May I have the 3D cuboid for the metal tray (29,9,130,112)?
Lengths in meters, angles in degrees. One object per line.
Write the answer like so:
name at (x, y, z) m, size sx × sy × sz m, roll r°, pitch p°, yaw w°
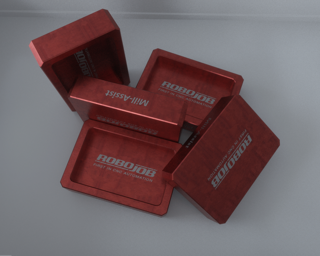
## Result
metal tray at (-0.088, -0.075, 0.377) m, size 0.090 × 0.130 × 0.030 m, roll -29°, pitch 73°, yaw -10°

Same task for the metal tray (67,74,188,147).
metal tray at (-0.036, -0.017, 0.378) m, size 0.131 × 0.090 × 0.030 m, roll 15°, pitch 71°, yaw 5°

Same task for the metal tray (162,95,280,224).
metal tray at (0.076, 0.036, 0.372) m, size 0.090 × 0.030 × 0.130 m, roll 45°, pitch 74°, yaw -15°

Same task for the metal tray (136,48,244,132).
metal tray at (0.037, -0.047, 0.423) m, size 0.131 × 0.030 × 0.090 m, roll 20°, pitch 71°, yaw 6°

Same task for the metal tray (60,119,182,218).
metal tray at (-0.044, 0.049, 0.385) m, size 0.131 × 0.030 × 0.090 m, roll 15°, pitch 71°, yaw 5°
